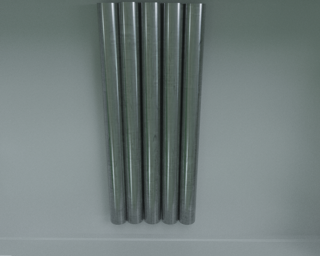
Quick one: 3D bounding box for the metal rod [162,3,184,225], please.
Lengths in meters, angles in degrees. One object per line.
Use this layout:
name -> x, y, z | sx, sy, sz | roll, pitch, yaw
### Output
metal rod -> 0.015, -0.004, 0.408 | 0.025, 0.025, 0.298 | 0, 110, 0

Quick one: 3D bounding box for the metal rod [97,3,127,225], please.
metal rod -> -0.060, -0.004, 0.408 | 0.025, 0.025, 0.298 | 0, 110, 0

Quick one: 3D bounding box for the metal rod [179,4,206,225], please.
metal rod -> 0.040, -0.004, 0.409 | 0.025, 0.025, 0.298 | 0, 110, 0

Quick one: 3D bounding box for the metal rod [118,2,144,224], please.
metal rod -> -0.036, -0.005, 0.408 | 0.025, 0.025, 0.298 | 0, 110, 0

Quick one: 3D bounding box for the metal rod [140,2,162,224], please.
metal rod -> -0.011, -0.005, 0.408 | 0.025, 0.025, 0.298 | 0, 110, 0
